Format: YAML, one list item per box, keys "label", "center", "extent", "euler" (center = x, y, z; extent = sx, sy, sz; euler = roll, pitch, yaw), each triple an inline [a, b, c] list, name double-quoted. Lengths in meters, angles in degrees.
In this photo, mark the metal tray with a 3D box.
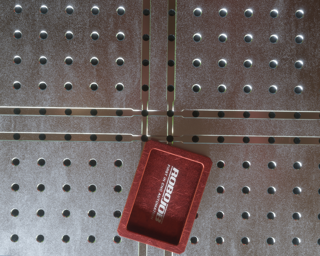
- label: "metal tray"
  center: [0.006, 0.088, 0.410]
  extent: [0.090, 0.030, 0.129]
  euler: [18, 90, 0]
